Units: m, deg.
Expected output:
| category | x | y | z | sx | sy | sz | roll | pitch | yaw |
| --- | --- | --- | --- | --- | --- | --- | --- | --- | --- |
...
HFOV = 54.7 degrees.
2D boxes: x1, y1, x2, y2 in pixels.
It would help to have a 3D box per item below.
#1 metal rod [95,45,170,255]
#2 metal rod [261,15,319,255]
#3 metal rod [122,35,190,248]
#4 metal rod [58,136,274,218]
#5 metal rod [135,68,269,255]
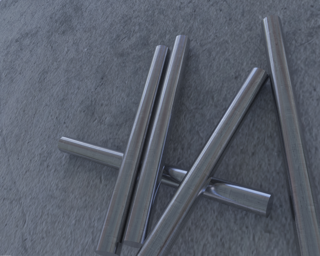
| category | x | y | z | sx | sy | sz | roll | pitch | yaw |
| --- | --- | --- | --- | --- | --- | --- | --- | --- | --- |
| metal rod | -0.024 | 0.003 | 0.386 | 0.025 | 0.025 | 0.300 | -6 | 51 | 25 |
| metal rod | 0.139 | -0.011 | 0.336 | 0.025 | 0.025 | 0.299 | -10 | 57 | 22 |
| metal rod | 0.004 | -0.009 | 0.382 | 0.025 | 0.025 | 0.300 | -5 | 52 | 25 |
| metal rod | -0.018 | 0.050 | 0.381 | 0.300 | 0.025 | 0.025 | 12 | 68 | 32 |
| metal rod | 0.042 | 0.047 | 0.319 | 0.025 | 0.025 | 0.301 | 18 | 61 | 34 |
